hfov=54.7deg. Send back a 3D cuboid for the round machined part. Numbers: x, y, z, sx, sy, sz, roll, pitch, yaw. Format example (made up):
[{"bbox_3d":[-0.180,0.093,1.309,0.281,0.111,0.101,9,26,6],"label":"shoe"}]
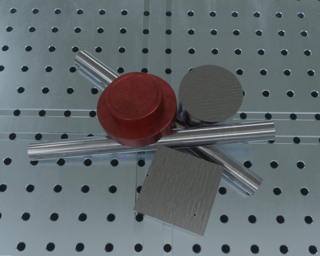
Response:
[{"bbox_3d":[-0.029,-0.029,0.377,0.099,0.042,0.098,-2,61,5],"label":"round machined part"}]

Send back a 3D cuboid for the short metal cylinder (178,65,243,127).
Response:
[{"bbox_3d":[0.064,-0.036,0.411,0.081,0.050,0.080,0,70,0],"label":"short metal cylinder"}]

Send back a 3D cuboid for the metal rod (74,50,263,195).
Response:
[{"bbox_3d":[0.003,-0.014,0.417,0.300,0.025,0.025,37,74,12],"label":"metal rod"}]

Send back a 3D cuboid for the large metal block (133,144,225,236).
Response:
[{"bbox_3d":[0.022,0.075,0.369,0.080,0.050,0.080,19,71,6],"label":"large metal block"}]

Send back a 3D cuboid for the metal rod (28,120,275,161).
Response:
[{"bbox_3d":[-0.014,0.016,0.386,0.302,0.025,0.025,-5,70,5],"label":"metal rod"}]
